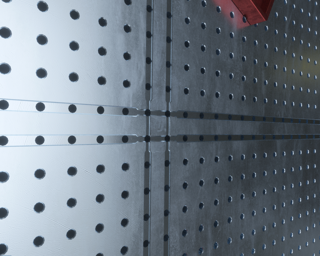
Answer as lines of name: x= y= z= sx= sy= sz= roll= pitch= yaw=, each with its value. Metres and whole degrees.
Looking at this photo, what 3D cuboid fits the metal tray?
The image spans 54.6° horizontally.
metal tray: x=0.171 y=-0.262 z=0.546 sx=0.090 sy=0.030 sz=0.130 roll=36 pitch=68 yaw=-34
